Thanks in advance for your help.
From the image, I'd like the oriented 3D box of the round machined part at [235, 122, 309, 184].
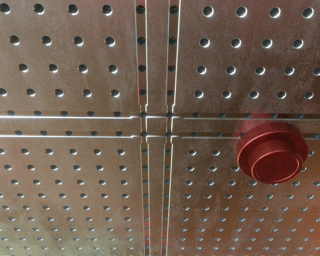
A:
[{"bbox_3d":[0.160,0.042,0.437,0.099,0.042,0.097,0,130,0],"label":"round machined part"}]
